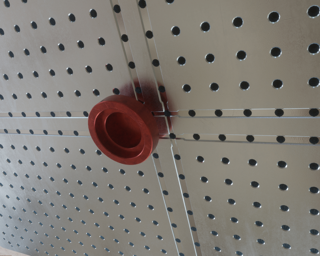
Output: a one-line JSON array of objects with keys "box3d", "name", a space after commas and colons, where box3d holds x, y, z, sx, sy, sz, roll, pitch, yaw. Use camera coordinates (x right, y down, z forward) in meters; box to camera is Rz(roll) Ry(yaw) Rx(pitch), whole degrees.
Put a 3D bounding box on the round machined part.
[{"box3d": [-0.045, -0.001, 0.424, 0.098, 0.042, 0.097, 13, 124, 21], "name": "round machined part"}]
